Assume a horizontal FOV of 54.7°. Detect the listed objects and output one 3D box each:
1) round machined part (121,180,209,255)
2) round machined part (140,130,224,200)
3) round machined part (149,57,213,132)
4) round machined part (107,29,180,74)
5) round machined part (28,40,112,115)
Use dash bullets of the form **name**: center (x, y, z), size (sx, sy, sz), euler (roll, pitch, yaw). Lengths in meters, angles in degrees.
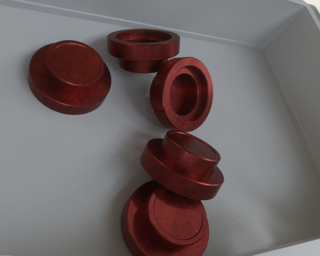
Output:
- **round machined part**: center (0.011, 0.099, 0.334), size (0.099, 0.042, 0.098), euler (16, 48, -18)
- **round machined part**: center (0.031, 0.036, 0.359), size (0.098, 0.042, 0.098), euler (23, 17, -7)
- **round machined part**: center (0.025, -0.045, 0.417), size (0.099, 0.042, 0.097), euler (-9, 103, -42)
- **round machined part**: center (-0.022, -0.106, 0.429), size (0.099, 0.042, 0.098), euler (1, 29, 0)
- **round machined part**: center (-0.107, -0.068, 0.380), size (0.099, 0.042, 0.098), euler (14, 56, -21)
